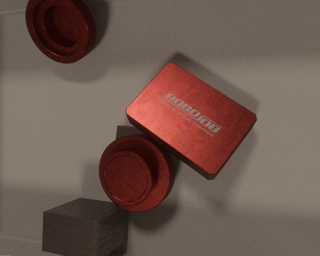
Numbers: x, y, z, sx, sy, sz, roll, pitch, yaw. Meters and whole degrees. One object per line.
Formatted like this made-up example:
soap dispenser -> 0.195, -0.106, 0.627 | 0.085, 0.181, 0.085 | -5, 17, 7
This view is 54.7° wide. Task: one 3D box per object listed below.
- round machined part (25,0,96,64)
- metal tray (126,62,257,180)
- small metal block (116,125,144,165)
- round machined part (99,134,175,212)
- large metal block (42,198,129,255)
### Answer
round machined part -> -0.132, -0.143, 0.432 | 0.098, 0.042, 0.097 | 11, 126, 16
metal tray -> 0.036, -0.011, 0.375 | 0.130, 0.030, 0.090 | 36, 75, 16
small metal block -> -0.033, 0.024, 0.421 | 0.050, 0.025, 0.050 | 7, 93, 19
round machined part -> -0.034, 0.058, 0.387 | 0.098, 0.042, 0.097 | 2, 96, 19
large metal block -> -0.096, 0.131, 0.414 | 0.080, 0.080, 0.050 | 3, 91, 19
